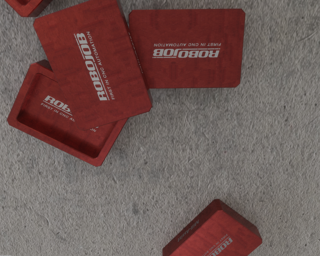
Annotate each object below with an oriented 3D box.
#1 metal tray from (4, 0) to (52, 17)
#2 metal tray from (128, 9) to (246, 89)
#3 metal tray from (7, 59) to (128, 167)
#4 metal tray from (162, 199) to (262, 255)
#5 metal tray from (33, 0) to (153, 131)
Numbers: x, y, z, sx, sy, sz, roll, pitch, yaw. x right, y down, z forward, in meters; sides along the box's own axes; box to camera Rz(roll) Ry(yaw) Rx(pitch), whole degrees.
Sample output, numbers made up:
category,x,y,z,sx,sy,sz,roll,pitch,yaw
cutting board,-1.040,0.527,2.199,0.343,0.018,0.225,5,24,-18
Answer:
category,x,y,z,sx,sy,sz,roll,pitch,yaw
metal tray,-0.133,-0.197,0.333,0.130,0.030,0.090,-40,106,13
metal tray,0.031,-0.095,0.372,0.131,0.030,0.089,-1,110,0
metal tray,-0.115,-0.017,0.399,0.131,0.030,0.090,28,108,-10
metal tray,0.077,0.181,0.475,0.090,0.030,0.130,38,106,-13
metal tray,-0.070,-0.070,0.348,0.090,0.030,0.129,-17,109,6
